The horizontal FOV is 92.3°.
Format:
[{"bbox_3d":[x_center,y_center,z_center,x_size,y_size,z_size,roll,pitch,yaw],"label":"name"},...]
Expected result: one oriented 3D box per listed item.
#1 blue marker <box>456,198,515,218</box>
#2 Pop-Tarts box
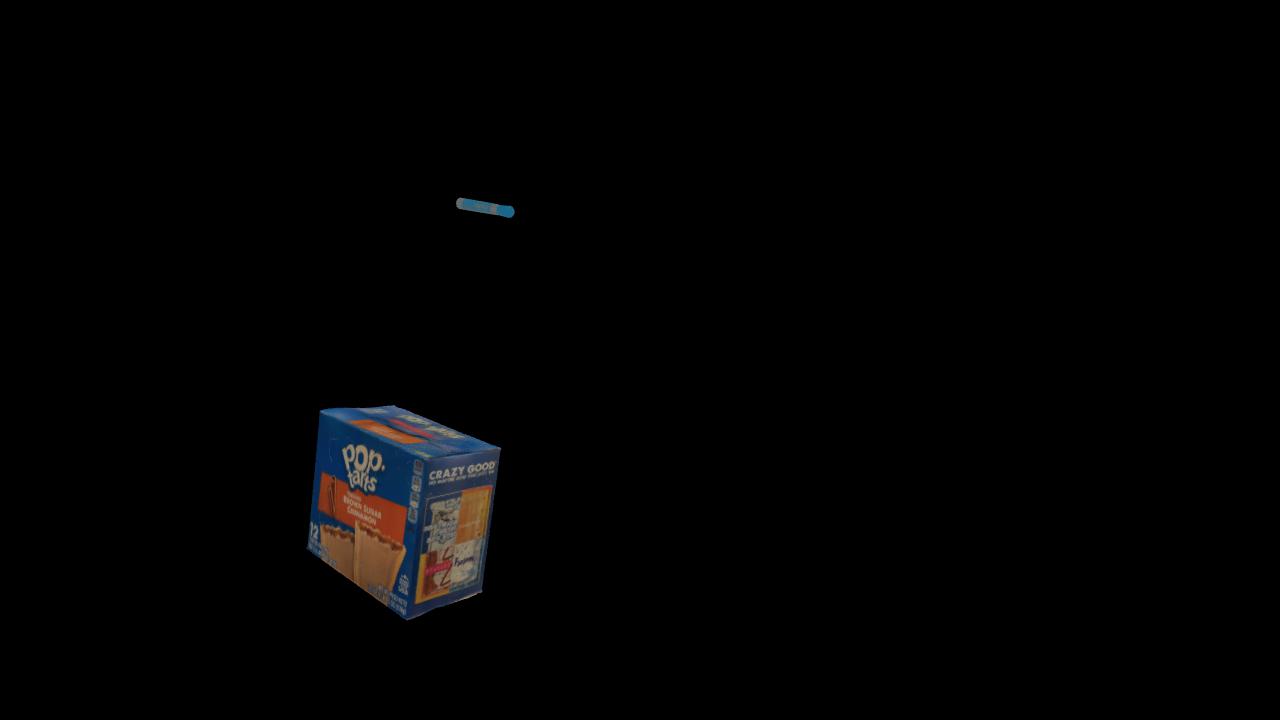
[{"bbox_3d":[-0.248,-0.245,0.989,0.121,0.020,0.020,17,8,30],"label":"blue marker"},{"bbox_3d":[-0.223,0.130,0.570,0.167,0.141,0.083,14,8,34],"label":"Pop-Tarts box"}]
